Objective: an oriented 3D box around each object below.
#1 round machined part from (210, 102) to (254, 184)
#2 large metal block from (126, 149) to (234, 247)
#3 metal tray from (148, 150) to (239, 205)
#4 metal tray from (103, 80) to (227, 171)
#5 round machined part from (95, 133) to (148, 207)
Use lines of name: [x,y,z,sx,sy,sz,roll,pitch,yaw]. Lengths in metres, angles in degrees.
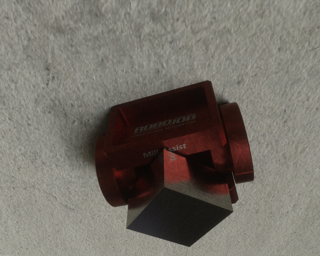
round machined part: [0.082,0.020,0.379,0.042,0.098,0.098,-12,129,10]
large metal block: [0.019,0.079,0.339,0.080,0.050,0.080,23,126,-19]
metal tray: [0.032,0.069,0.423,0.130,0.090,0.030,-13,129,10]
metal tray: [0.004,-0.005,0.363,0.130,0.090,0.030,-14,129,11]
round machined part: [-0.045,0.050,0.402,0.042,0.098,0.098,-12,129,10]
